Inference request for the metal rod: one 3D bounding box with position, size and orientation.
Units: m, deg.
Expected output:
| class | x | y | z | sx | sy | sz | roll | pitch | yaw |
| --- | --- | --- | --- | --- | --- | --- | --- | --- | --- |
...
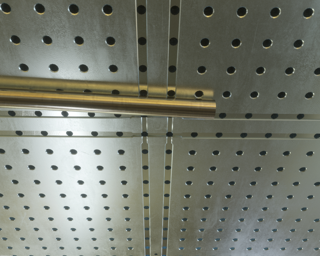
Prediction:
| class | x | y | z | sx | sy | sz | roll | pitch | yaw |
| --- | --- | --- | --- | --- | --- | --- | --- | --- | --- |
| metal rod | -0.083 | -0.031 | 0.383 | 0.302 | 0.025 | 0.025 | 3 | 130 | -3 |
